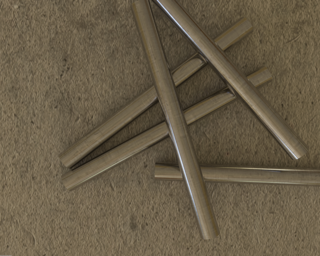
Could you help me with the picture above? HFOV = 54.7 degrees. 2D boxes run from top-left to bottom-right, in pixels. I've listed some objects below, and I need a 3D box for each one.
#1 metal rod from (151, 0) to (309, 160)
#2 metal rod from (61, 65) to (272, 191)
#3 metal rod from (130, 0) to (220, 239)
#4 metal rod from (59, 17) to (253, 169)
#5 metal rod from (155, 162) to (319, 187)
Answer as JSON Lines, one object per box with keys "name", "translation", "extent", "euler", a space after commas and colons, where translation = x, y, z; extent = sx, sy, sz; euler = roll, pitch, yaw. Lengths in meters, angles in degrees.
{"name": "metal rod", "translation": [0.074, -0.081, 0.384], "extent": [0.025, 0.025, 0.300], "euler": [-42, 90, 0]}
{"name": "metal rod", "translation": [0.009, 0.000, 0.409], "extent": [0.301, 0.025, 0.025], "euler": [-29, 90, 0]}
{"name": "metal rod", "translation": [0.019, -0.010, 0.383], "extent": [0.025, 0.025, 0.298], "euler": [-17, 90, 0]}
{"name": "metal rod", "translation": [-0.005, -0.046, 0.409], "extent": [0.301, 0.025, 0.025], "euler": [-37, 90, 0]}
{"name": "metal rod", "translation": [0.144, 0.063, 0.410], "extent": [0.302, 0.025, 0.025], "euler": [2, 90, 0]}
